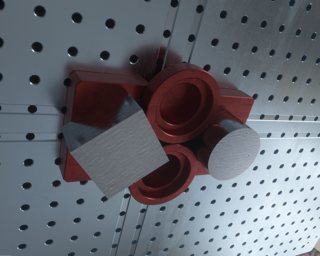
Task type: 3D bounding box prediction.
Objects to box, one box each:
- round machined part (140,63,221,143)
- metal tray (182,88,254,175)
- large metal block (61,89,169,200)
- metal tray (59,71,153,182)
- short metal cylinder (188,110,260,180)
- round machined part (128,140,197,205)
[{"bbox_3d":[0.021,-0.033,0.379,0.099,0.042,0.097,-14,124,-21],"label":"round machined part"},{"bbox_3d":[0.073,0.008,0.450,0.091,0.030,0.129,1,118,-29],"label":"metal tray"},{"bbox_3d":[-0.048,0.018,0.341,0.080,0.050,0.080,-32,129,-7],"label":"large metal block"},{"bbox_3d":[-0.066,0.001,0.372,0.091,0.030,0.129,0,119,-30],"label":"metal tray"},{"bbox_3d":[0.086,0.023,0.416,0.081,0.050,0.079,-14,124,-21],"label":"short metal cylinder"},{"bbox_3d":[-0.002,0.053,0.420,0.099,0.042,0.097,-14,124,-21],"label":"round machined part"}]
